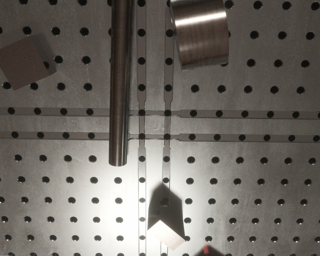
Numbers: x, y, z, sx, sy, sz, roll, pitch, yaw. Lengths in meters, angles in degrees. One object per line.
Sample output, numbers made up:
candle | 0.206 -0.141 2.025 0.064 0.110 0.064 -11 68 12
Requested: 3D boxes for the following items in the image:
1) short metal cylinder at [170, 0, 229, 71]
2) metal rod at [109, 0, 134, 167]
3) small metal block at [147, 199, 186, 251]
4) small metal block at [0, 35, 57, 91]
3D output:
short metal cylinder | 0.043 -0.107 0.345 0.050 0.080 0.079 -10 110 3
metal rod | -0.048 -0.092 0.378 0.025 0.025 0.298 4 110 -2
small metal block | 0.009 0.141 0.452 0.050 0.050 0.025 43 104 -14
small metal block | -0.166 -0.080 0.381 0.050 0.025 0.050 -21 109 7
